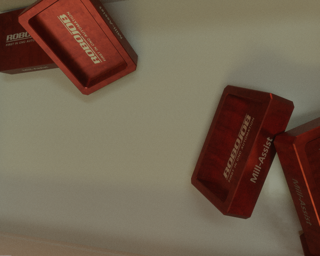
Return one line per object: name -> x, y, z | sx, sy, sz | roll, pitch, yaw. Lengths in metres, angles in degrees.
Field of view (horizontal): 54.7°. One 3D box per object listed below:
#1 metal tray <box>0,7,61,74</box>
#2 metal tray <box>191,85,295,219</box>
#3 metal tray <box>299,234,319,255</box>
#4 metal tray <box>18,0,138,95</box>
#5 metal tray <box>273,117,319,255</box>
metal tray -> -0.195, -0.136, 0.477 | 0.130, 0.030, 0.089 | -3, 89, 19
metal tray -> 0.086, 0.022, 0.346 | 0.030, 0.090, 0.129 | 17, 97, -22
metal tray -> 0.188, 0.136, 0.286 | 0.090, 0.130, 0.030 | -18, 95, 20
metal tray -> -0.100, -0.113, 0.400 | 0.090, 0.030, 0.130 | -24, 126, 18
metal tray -> 0.175, 0.054, 0.303 | 0.091, 0.030, 0.129 | -21, 95, -14
